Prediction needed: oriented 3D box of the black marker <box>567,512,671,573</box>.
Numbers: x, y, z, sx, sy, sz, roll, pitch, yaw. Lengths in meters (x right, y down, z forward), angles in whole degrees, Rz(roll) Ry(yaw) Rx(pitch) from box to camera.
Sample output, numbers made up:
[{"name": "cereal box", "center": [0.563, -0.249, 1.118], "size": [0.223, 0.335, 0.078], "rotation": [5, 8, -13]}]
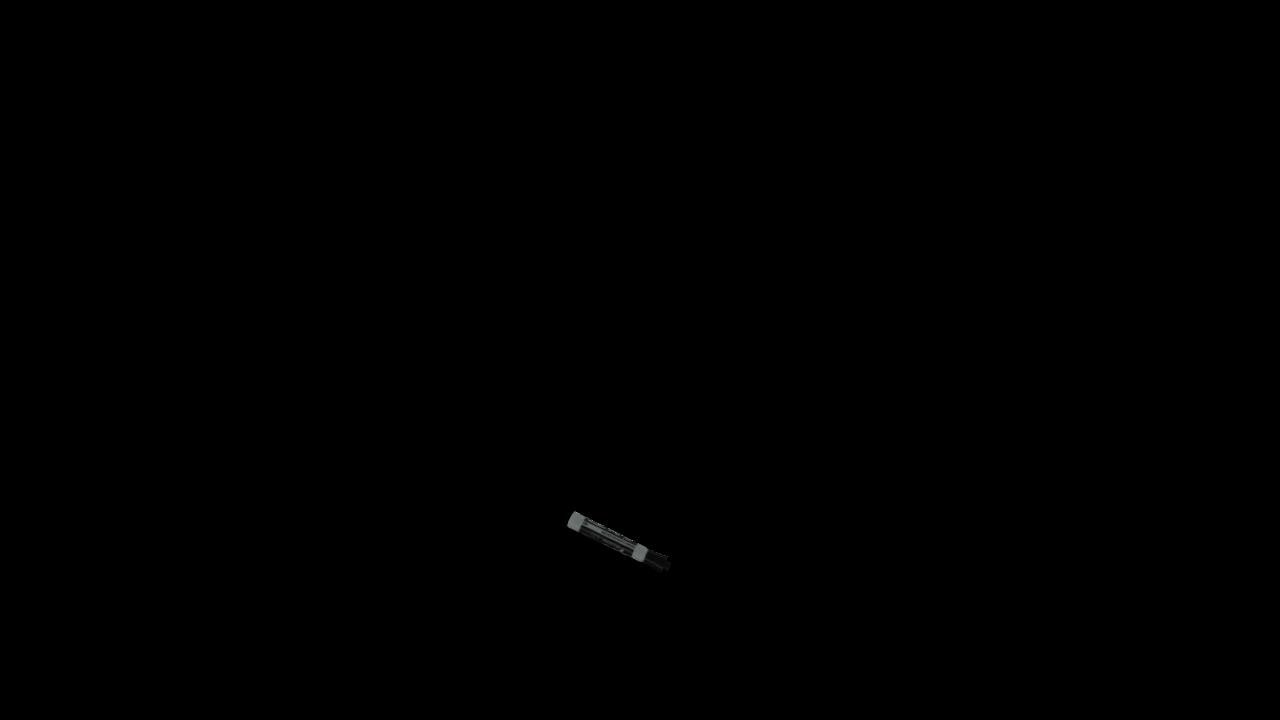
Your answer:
[{"name": "black marker", "center": [-0.023, 0.201, 0.676], "size": [0.121, 0.020, 0.020], "rotation": [23, 4, 9]}]
